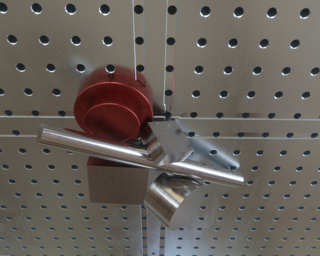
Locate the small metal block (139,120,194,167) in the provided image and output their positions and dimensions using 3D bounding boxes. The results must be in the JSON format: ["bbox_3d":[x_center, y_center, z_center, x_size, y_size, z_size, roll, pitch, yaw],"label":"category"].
[{"bbox_3d":[0.008,0.018,0.398,0.050,0.050,0.025,-5,145,-44],"label":"small metal block"}]

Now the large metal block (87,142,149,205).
[{"bbox_3d":[-0.058,0.065,0.446,0.081,0.050,0.079,4,130,-4],"label":"large metal block"}]

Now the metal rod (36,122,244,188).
[{"bbox_3d":[-0.003,0.043,0.406,0.302,0.025,0.025,17,129,-31],"label":"metal rod"}]

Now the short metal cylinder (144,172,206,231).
[{"bbox_3d":[0.023,0.102,0.454,0.080,0.050,0.080,-36,145,-29],"label":"short metal cylinder"}]

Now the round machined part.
[{"bbox_3d":[-0.058,-0.015,0.387,0.099,0.042,0.097,-1,130,0],"label":"round machined part"}]
